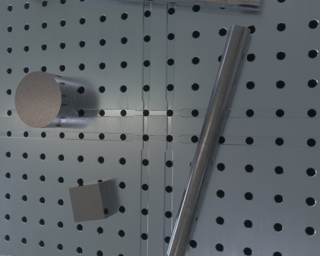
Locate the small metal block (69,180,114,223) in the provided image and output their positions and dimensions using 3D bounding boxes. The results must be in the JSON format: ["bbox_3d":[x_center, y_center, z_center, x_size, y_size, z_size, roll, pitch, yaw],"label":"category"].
[{"bbox_3d":[-0.099,0.106,0.447,0.050,0.025,0.050,-12,86,19],"label":"small metal block"}]

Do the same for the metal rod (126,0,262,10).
[{"bbox_3d":[-0.018,-0.184,0.418,0.301,0.025,0.025,12,94,19],"label":"metal rod"}]

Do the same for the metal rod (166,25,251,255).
[{"bbox_3d":[0.059,0.022,0.391,0.025,0.025,0.298,17,96,19],"label":"metal rod"}]

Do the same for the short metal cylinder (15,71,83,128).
[{"bbox_3d":[-0.163,-0.040,0.457,0.080,0.050,0.079,0,90,20],"label":"short metal cylinder"}]
